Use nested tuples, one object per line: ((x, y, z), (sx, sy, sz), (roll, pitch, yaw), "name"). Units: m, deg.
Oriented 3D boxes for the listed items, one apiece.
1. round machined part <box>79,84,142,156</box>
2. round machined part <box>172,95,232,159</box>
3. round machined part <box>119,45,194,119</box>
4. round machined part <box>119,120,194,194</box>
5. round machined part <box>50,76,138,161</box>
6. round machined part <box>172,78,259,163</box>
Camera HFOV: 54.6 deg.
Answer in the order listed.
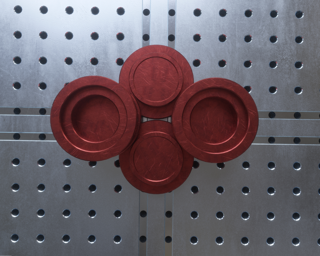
((-0.073, -0.011, 0.404), (0.099, 0.042, 0.097), (0, 90, 0), "round machined part")
((0.063, -0.010, 0.405), (0.099, 0.042, 0.097), (0, 90, 0), "round machined part")
((-0.005, -0.060, 0.404), (0.099, 0.042, 0.097), (0, 90, 0), "round machined part")
((-0.005, 0.038, 0.404), (0.099, 0.042, 0.097), (0, 90, 0), "round machined part")
((-0.075, -0.011, 0.372), (0.099, 0.042, 0.097), (0, 90, 0), "round machined part")
((0.063, -0.009, 0.373), (0.099, 0.042, 0.097), (0, 90, 0), "round machined part")
